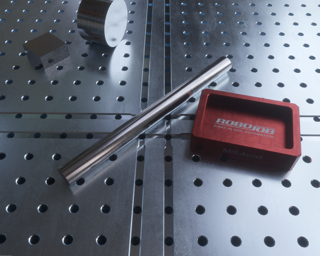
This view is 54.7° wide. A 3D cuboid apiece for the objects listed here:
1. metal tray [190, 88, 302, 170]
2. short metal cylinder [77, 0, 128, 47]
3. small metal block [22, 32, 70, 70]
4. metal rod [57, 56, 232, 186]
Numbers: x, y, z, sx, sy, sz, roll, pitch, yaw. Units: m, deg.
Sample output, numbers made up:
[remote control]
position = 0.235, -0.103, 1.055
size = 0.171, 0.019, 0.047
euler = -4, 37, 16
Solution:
[metal tray]
position = 0.112, -0.002, 0.407
size = 0.131, 0.030, 0.090
euler = 11, 51, 9
[short metal cylinder]
position = -0.096, -0.183, 0.525
size = 0.050, 0.080, 0.080
euler = 18, 52, 14
[small metal block]
position = -0.188, -0.129, 0.514
size = 0.050, 0.025, 0.050
euler = 35, 58, 25
[metal rod]
position = -0.003, -0.023, 0.426
size = 0.302, 0.025, 0.025
euler = -37, 59, -27
